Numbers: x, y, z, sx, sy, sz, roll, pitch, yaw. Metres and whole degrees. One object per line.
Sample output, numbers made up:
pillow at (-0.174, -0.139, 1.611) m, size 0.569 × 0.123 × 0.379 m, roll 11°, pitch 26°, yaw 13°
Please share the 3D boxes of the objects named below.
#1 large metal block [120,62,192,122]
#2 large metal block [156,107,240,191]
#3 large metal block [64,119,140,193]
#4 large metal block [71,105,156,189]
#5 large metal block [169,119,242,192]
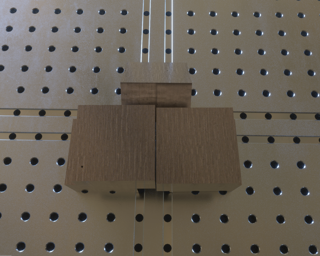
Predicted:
large metal block at (-0.004, -0.048, 0.394) m, size 0.081 × 0.050 × 0.080 m, roll 0°, pitch 28°, yaw -1°
large metal block at (0.036, 0.024, 0.335) m, size 0.081 × 0.050 × 0.080 m, roll 0°, pitch 70°, yaw -1°
large metal block at (-0.066, 0.036, 0.385) m, size 0.081 × 0.050 × 0.080 m, roll 1°, pitch 70°, yaw 0°
large metal block at (-0.045, 0.022, 0.334) m, size 0.081 × 0.050 × 0.080 m, roll 0°, pitch 70°, yaw -1°
large metal block at (0.051, 0.036, 0.385) m, size 0.081 × 0.050 × 0.080 m, roll -1°, pitch 70°, yaw -1°
